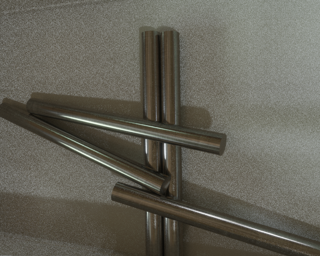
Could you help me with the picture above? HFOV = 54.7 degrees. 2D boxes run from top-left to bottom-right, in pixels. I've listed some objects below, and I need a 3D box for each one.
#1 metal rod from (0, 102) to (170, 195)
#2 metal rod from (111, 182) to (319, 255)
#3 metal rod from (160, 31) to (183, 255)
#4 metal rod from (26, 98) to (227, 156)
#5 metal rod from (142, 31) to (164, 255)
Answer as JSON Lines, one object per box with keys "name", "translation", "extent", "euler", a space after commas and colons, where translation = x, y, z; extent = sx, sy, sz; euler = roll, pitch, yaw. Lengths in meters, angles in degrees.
{"name": "metal rod", "translation": [-0.122, 0.021, 0.437], "extent": [0.301, 0.025, 0.025], "euler": [21, 97, 23]}
{"name": "metal rod", "translation": [0.086, 0.116, 0.360], "extent": [0.301, 0.025, 0.025], "euler": [14, 95, 13]}
{"name": "metal rod", "translation": [0.015, 0.027, 0.401], "extent": [0.025, 0.025, 0.298], "euler": [-1, 90, 19]}
{"name": "metal rod", "translation": [-0.063, -0.008, 0.409], "extent": [0.301, 0.025, 0.025], "euler": [11, 94, 26]}
{"name": "metal rod", "translation": [-0.009, 0.024, 0.410], "extent": [0.025, 0.025, 0.298], "euler": [-1, 90, 19]}
